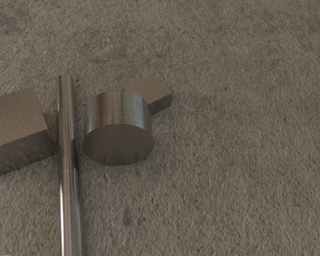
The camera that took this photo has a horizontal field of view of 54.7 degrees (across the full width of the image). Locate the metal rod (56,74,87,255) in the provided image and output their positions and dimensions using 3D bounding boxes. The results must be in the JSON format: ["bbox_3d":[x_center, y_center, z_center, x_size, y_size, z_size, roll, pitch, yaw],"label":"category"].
[{"bbox_3d":[-0.108,0.041,0.367,0.025,0.025,0.300,-10,51,-8],"label":"metal rod"}]

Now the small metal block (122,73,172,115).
[{"bbox_3d":[-0.018,-0.045,0.441,0.050,0.025,0.050,-28,56,-22],"label":"small metal block"}]

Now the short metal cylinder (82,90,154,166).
[{"bbox_3d":[-0.049,0.002,0.365,0.081,0.080,0.050,-5,50,-4],"label":"short metal cylinder"}]

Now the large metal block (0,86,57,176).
[{"bbox_3d":[-0.182,0.004,0.383,0.081,0.050,0.080,-22,54,-18],"label":"large metal block"}]
